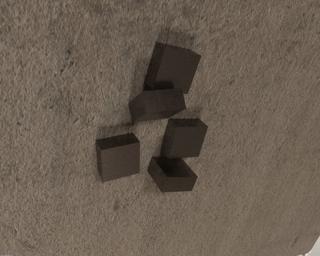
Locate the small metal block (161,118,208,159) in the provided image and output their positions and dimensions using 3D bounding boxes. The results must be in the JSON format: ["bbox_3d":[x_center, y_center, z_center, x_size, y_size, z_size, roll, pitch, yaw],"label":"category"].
[{"bbox_3d":[0.034,0.014,0.436,0.050,0.025,0.050,-1,119,-29],"label":"small metal block"}]

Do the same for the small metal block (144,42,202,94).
[{"bbox_3d":[0.015,-0.071,0.372,0.050,0.025,0.050,4,116,-31],"label":"small metal block"}]

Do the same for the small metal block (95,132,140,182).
[{"bbox_3d":[-0.054,0.038,0.402,0.050,0.025,0.050,-11,124,-23],"label":"small metal block"}]

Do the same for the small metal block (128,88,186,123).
[{"bbox_3d":[-0.004,-0.026,0.371,0.050,0.050,0.025,-8,82,-25],"label":"small metal block"}]

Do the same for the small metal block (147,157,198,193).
[{"bbox_3d":[0.017,0.065,0.442,0.050,0.050,0.025,4,116,-31],"label":"small metal block"}]
